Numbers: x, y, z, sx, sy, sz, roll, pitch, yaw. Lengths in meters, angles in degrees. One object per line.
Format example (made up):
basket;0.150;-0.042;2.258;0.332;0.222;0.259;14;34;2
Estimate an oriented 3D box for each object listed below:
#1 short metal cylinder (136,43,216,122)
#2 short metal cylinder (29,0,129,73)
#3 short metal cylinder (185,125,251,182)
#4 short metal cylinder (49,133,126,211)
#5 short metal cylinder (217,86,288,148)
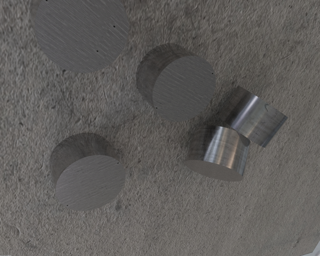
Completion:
short metal cylinder;0.018;-0.054;0.367;0.081;0.050;0.079;-14;124;-21
short metal cylinder;-0.076;-0.098;0.288;0.081;0.050;0.079;-14;124;-21
short metal cylinder;0.080;0.036;0.428;0.080;0.080;0.050;35;65;-39
short metal cylinder;-0.088;0.053;0.375;0.081;0.050;0.079;-14;124;-21
short metal cylinder;0.128;-0.016;0.431;0.080;0.080;0.050;24;105;-37
